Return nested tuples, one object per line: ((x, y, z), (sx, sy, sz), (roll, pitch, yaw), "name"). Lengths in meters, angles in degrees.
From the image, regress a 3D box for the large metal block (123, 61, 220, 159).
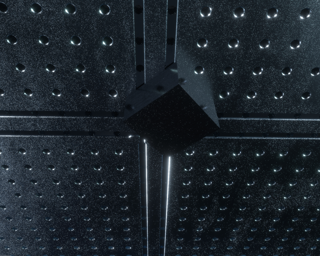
((0.014, -0.020, 0.379), (0.080, 0.050, 0.080), (-32, 124, 24), "large metal block")
